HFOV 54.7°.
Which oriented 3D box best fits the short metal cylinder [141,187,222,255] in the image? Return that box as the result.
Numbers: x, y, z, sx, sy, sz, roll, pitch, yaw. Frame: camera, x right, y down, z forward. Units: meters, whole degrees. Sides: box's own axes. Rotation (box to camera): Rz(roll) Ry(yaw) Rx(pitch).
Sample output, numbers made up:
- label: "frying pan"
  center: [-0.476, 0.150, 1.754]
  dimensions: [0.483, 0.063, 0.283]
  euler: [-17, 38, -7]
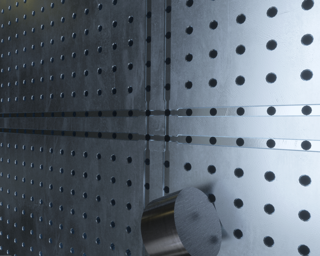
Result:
- label: "short metal cylinder"
  center: [0.025, 0.113, 0.351]
  dimensions: [0.050, 0.081, 0.080]
  euler: [-30, 72, 36]
